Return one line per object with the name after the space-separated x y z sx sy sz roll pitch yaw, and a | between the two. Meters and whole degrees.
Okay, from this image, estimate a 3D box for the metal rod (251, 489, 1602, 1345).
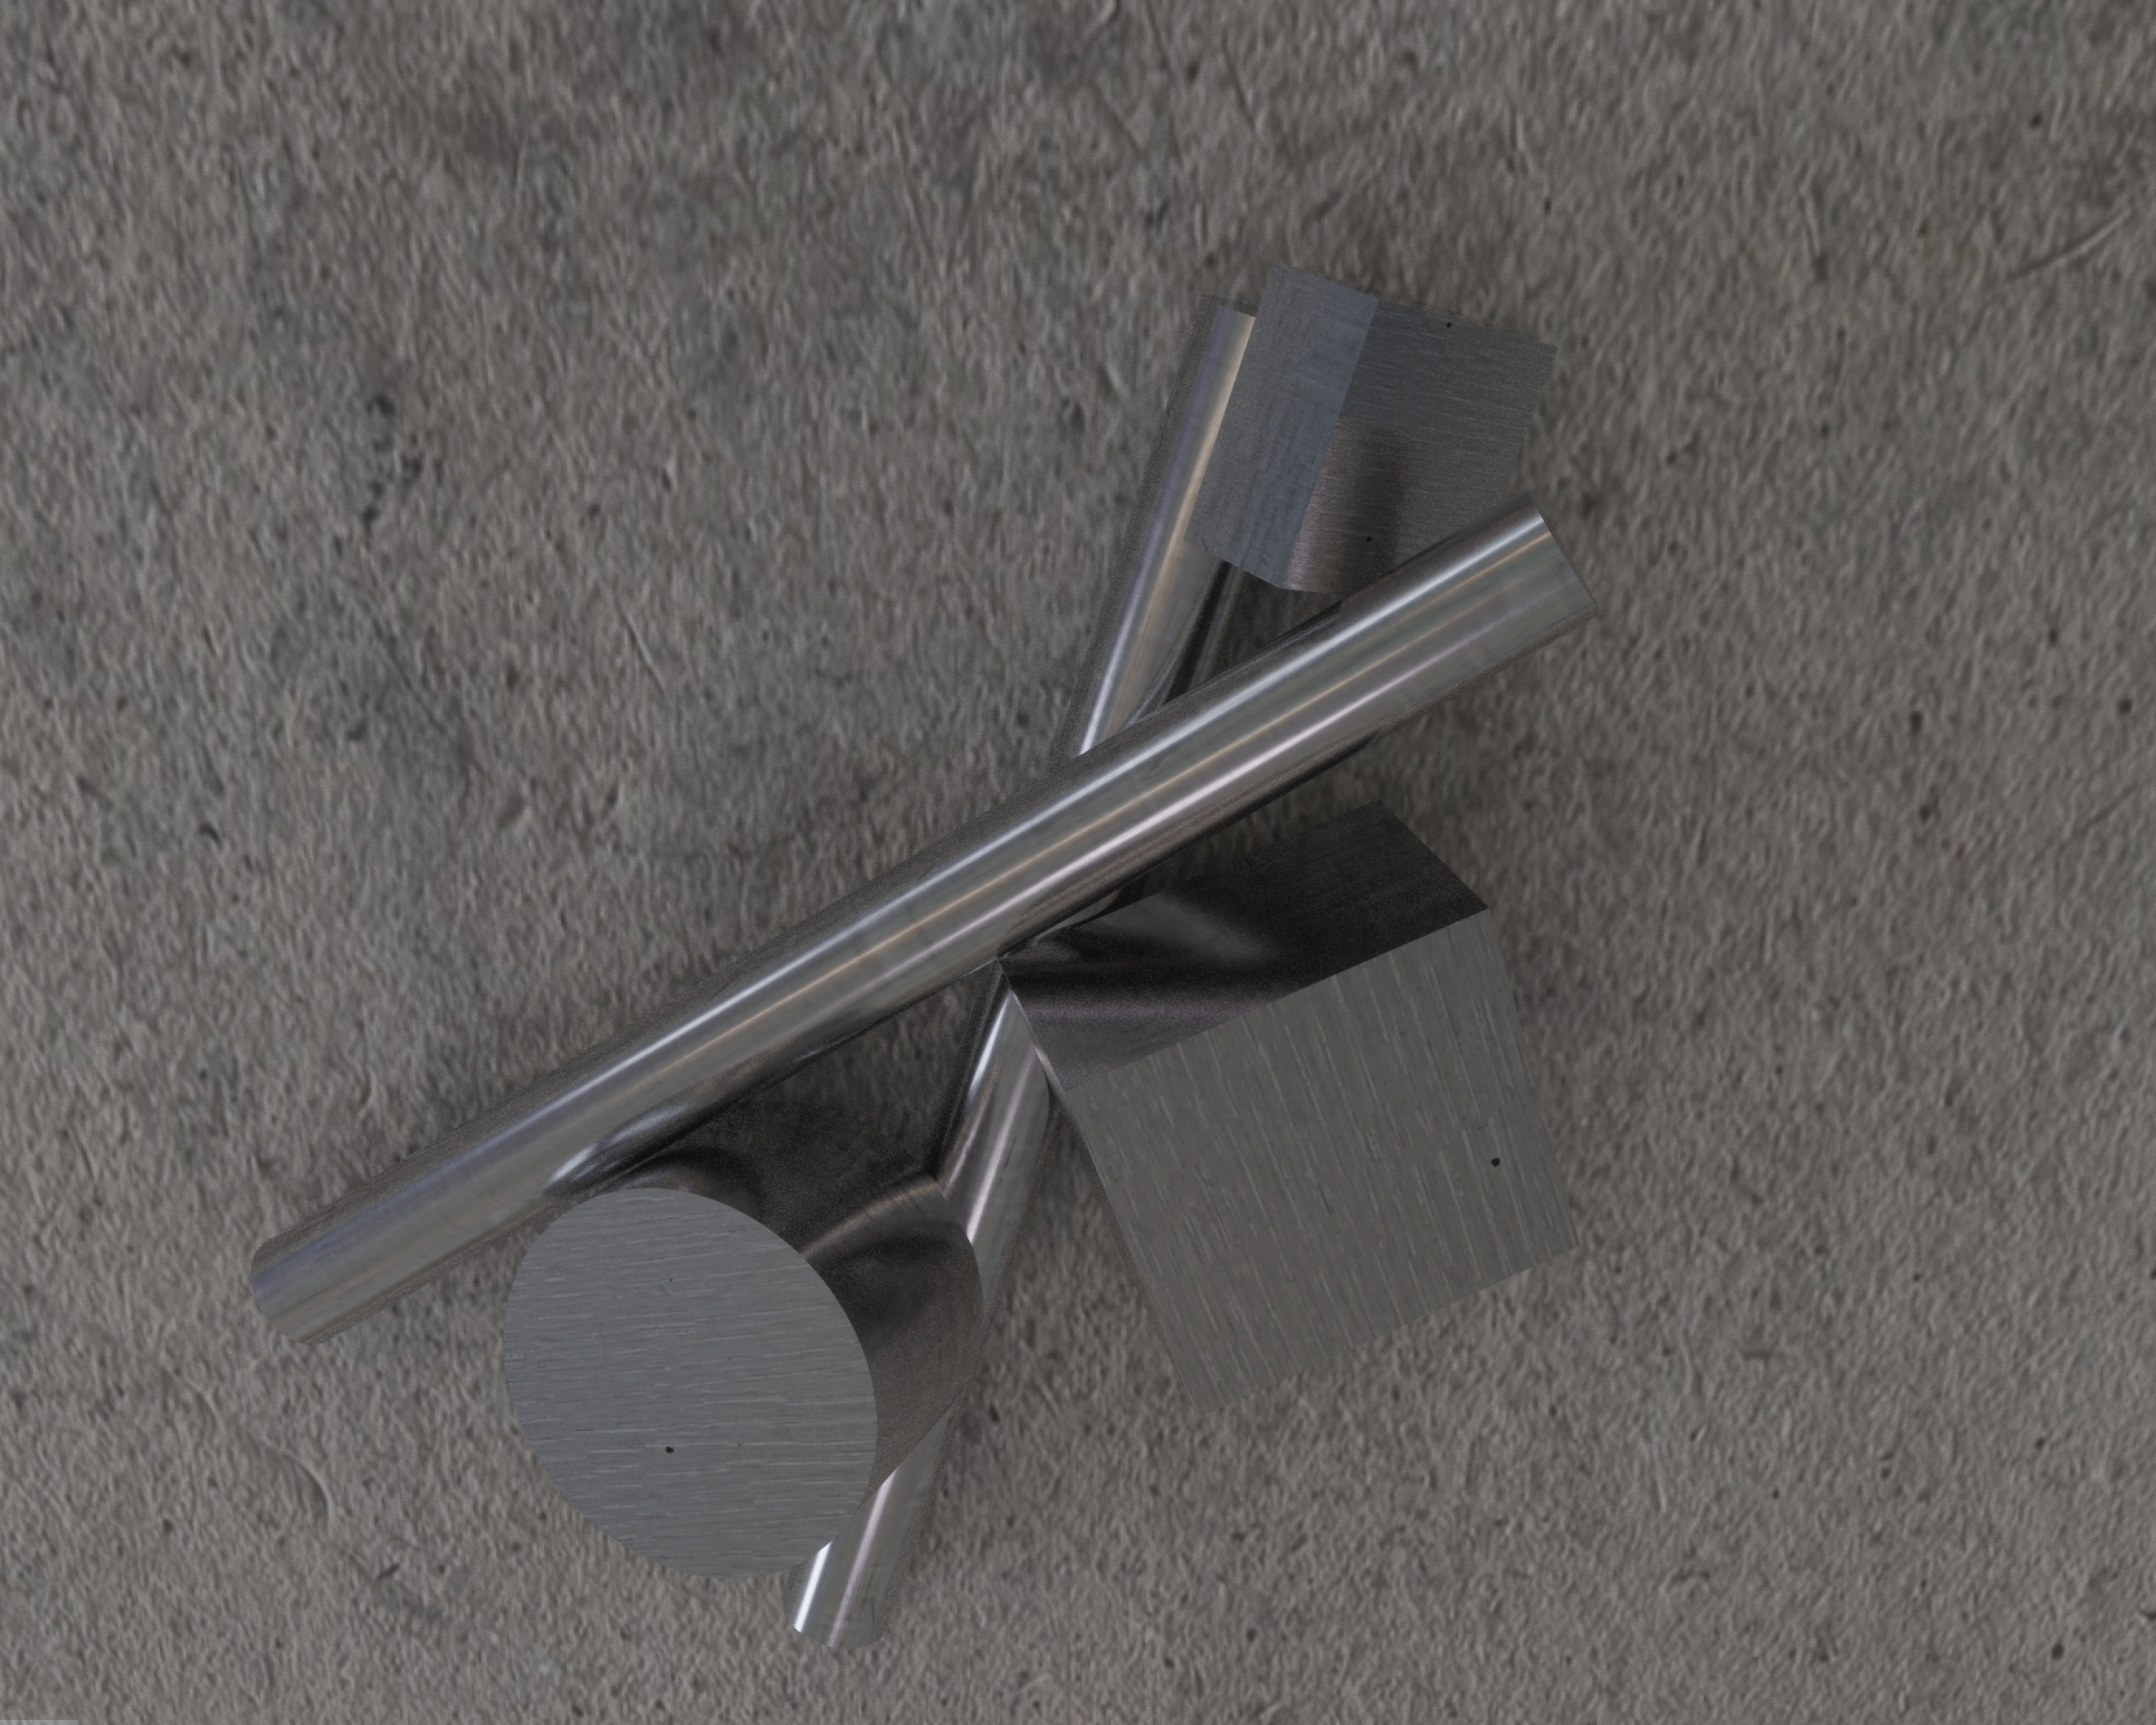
-0.041 0.019 0.399 0.300 0.025 0.025 -30 108 17 | metal rod

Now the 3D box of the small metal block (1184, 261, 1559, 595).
0.052 -0.075 0.371 0.050 0.025 0.050 -1 116 -43 | small metal block

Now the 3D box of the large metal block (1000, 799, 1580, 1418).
0.041 0.046 0.399 0.080 0.050 0.080 -23 118 -5 | large metal block

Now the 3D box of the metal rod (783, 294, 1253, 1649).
-0.010 0.035 0.423 0.025 0.025 0.298 16 109 -6 | metal rod

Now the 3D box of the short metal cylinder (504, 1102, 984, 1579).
-0.066 0.094 0.418 0.080 0.050 0.079 5 104 19 | short metal cylinder
